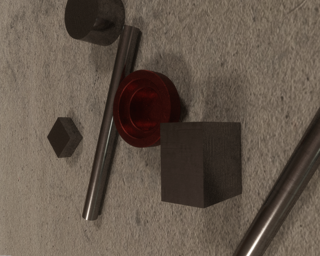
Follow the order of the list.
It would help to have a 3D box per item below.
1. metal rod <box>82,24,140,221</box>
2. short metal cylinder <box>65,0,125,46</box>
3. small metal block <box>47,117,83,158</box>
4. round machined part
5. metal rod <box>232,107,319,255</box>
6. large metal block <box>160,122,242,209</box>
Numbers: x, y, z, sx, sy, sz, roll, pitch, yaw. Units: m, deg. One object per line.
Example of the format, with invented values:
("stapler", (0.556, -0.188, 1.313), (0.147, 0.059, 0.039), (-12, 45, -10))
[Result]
("metal rod", (-0.076, -0.001, 0.465), (0.025, 0.025, 0.298), (23, 104, 37))
("short metal cylinder", (-0.099, -0.169, 0.468), (0.080, 0.050, 0.079), (0, 90, 39))
("small metal block", (-0.166, 0.016, 0.539), (0.050, 0.025, 0.050), (-52, 60, 27))
("round machined part", (-0.013, -0.024, 0.402), (0.098, 0.042, 0.097), (0, 90, 39))
("metal rod", (0.122, 0.064, 0.303), (0.025, 0.025, 0.298), (35, 111, 34))
("large metal block", (0.046, 0.034, 0.330), (0.050, 0.081, 0.079), (-1, 89, 40))
